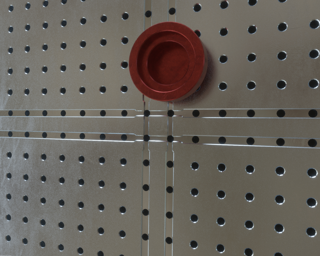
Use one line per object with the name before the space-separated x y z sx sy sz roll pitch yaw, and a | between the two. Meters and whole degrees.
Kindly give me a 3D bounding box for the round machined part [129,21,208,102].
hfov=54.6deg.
round machined part | 0.013 -0.082 0.399 0.098 0.042 0.097 0 90 20
